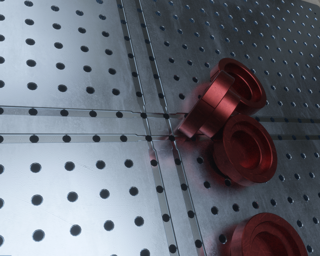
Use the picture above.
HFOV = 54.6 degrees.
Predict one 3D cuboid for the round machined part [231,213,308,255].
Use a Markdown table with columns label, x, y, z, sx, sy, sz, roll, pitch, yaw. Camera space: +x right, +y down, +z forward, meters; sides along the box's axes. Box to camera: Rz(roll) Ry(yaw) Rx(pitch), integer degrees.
| label | x | y | z | sx | sy | sz | roll | pitch | yaw |
| --- | --- | --- | --- | --- | --- | --- | --- | --- | --- |
| round machined part | 0.125 | 0.155 | 0.369 | 0.099 | 0.042 | 0.098 | 13 | 56 | -21 |

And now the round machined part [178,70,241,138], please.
| label | x | y | z | sx | sy | sz | roll | pitch | yaw |
| --- | --- | --- | --- | --- | --- | --- | --- | --- | --- |
| round machined part | 0.070 | -0.025 | 0.412 | 0.042 | 0.097 | 0.098 | 36 | 51 | 2 |

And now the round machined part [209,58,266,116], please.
| label | x | y | z | sx | sy | sz | roll | pitch | yaw |
| --- | --- | --- | --- | --- | --- | --- | --- | --- | --- |
| round machined part | 0.117 | -0.060 | 0.489 | 0.099 | 0.042 | 0.098 | 21 | 47 | -25 |

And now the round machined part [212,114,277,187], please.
| label | x | y | z | sx | sy | sz | roll | pitch | yaw |
| --- | --- | --- | --- | --- | --- | --- | --- | --- | --- |
| round machined part | 0.112 | 0.034 | 0.431 | 0.099 | 0.042 | 0.098 | 14 | 61 | -27 |
